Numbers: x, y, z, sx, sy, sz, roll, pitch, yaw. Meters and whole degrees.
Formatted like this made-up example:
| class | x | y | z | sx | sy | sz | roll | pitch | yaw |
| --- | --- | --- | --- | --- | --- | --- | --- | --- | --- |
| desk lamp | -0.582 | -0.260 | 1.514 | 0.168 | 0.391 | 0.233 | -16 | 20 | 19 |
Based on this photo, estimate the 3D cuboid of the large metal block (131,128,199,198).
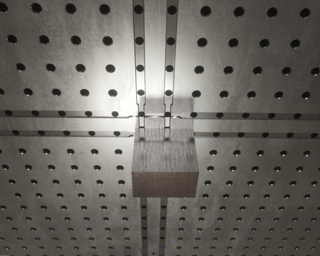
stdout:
| class | x | y | z | sx | sy | sz | roll | pitch | yaw |
| --- | --- | --- | --- | --- | --- | --- | --- | --- | --- |
| large metal block | 0.006 | 0.045 | 0.414 | 0.081 | 0.080 | 0.050 | 1 | 130 | -1 |
